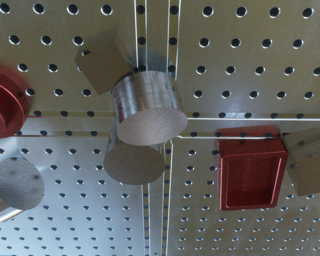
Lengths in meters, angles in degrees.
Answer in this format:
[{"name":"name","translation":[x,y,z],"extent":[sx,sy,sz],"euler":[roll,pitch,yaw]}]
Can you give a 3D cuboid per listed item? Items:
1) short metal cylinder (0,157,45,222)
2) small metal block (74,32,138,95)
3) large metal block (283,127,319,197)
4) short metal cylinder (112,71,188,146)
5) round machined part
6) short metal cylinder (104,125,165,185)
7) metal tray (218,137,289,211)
[{"name":"short metal cylinder","translation":[-0.218,0.089,0.449],"extent":[0.050,0.080,0.080],"euler":[-29,125,22]},{"name":"small metal block","translation":[-0.059,-0.071,0.350],"extent":[0.050,0.025,0.050],"euler":[-19,128,15]},{"name":"large metal block","translation":[0.226,0.045,0.436],"extent":[0.080,0.050,0.080],"euler":[-14,129,11]},{"name":"short metal cylinder","translation":[-0.013,-0.021,0.360],"extent":[0.081,0.050,0.080],"euler":[-10,150,-6]},{"name":"round machined part","translation":[-0.218,-0.022,0.380],"extent":[0.099,0.042,0.097],"euler":[0,130,0]},{"name":"short metal cylinder","translation":[-0.033,0.033,0.423],"extent":[0.081,0.050,0.079],"euler":[0,130,0]},{"name":"metal tray","translation":[0.136,0.074,0.472],"extent":[0.090,0.030,0.129],"euler":[-5,130,4]}]
